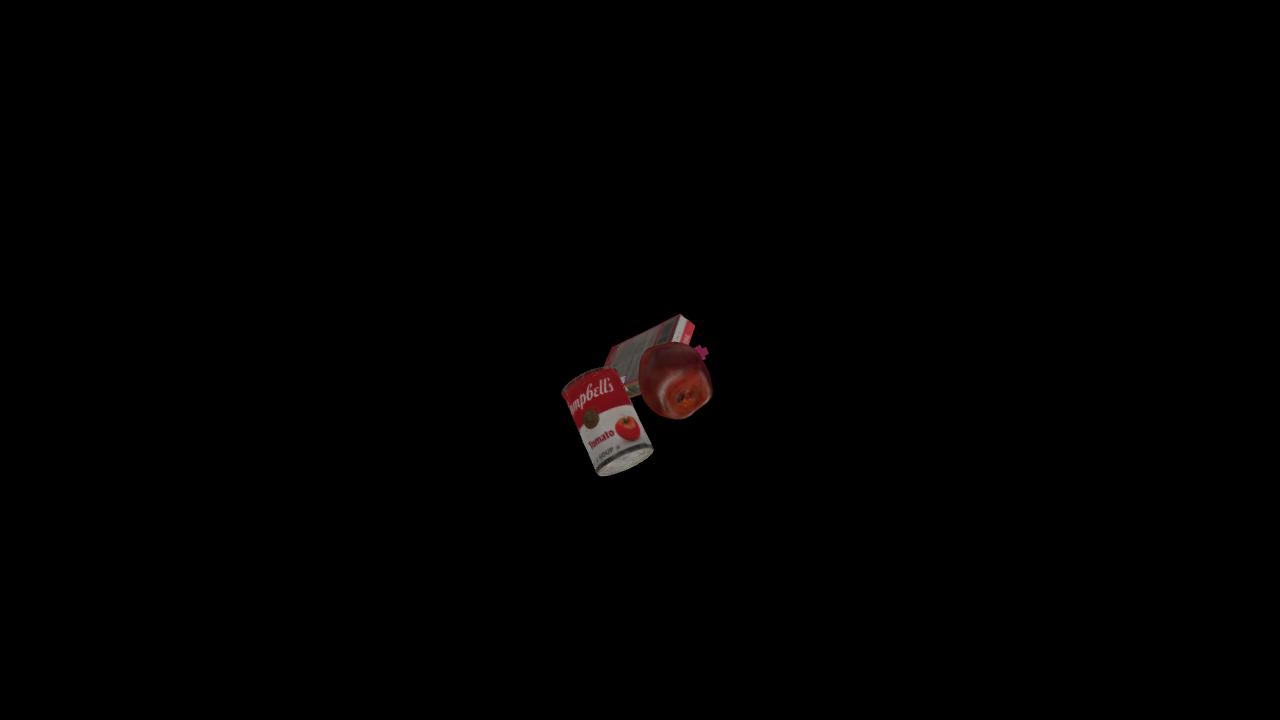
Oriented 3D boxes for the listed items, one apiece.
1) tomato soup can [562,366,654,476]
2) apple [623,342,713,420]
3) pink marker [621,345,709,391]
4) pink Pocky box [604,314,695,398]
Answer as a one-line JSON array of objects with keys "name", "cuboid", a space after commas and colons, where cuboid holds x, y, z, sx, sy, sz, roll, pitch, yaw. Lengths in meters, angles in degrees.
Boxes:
[{"name": "tomato soup can", "cuboid": [-0.035, 0.067, 0.668, 0.068, 0.101, 0.068, -23, -21, -9]}, {"name": "apple", "cuboid": [0.034, 0.019, 0.643, 0.079, 0.079, 0.093, 0, 26, -14]}, {"name": "pink marker", "cuboid": [0.026, 0.011, 0.746, 0.121, 0.020, 0.020, -22, 0, 1]}, {"name": "pink Pocky box", "cuboid": [0.001, 0.004, 0.763, 0.029, 0.084, 0.155, 35, -32, -23]}]
